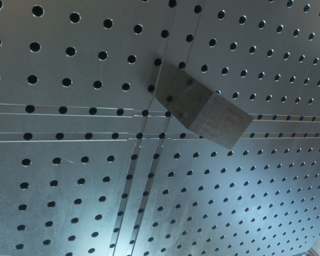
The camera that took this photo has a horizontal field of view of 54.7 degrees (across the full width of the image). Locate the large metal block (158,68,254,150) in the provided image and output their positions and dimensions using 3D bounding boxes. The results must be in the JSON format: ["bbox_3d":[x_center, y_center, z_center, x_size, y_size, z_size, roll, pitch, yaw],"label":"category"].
[{"bbox_3d":[0.057,-0.024,0.393,0.080,0.080,0.050,25,105,-37],"label":"large metal block"}]
